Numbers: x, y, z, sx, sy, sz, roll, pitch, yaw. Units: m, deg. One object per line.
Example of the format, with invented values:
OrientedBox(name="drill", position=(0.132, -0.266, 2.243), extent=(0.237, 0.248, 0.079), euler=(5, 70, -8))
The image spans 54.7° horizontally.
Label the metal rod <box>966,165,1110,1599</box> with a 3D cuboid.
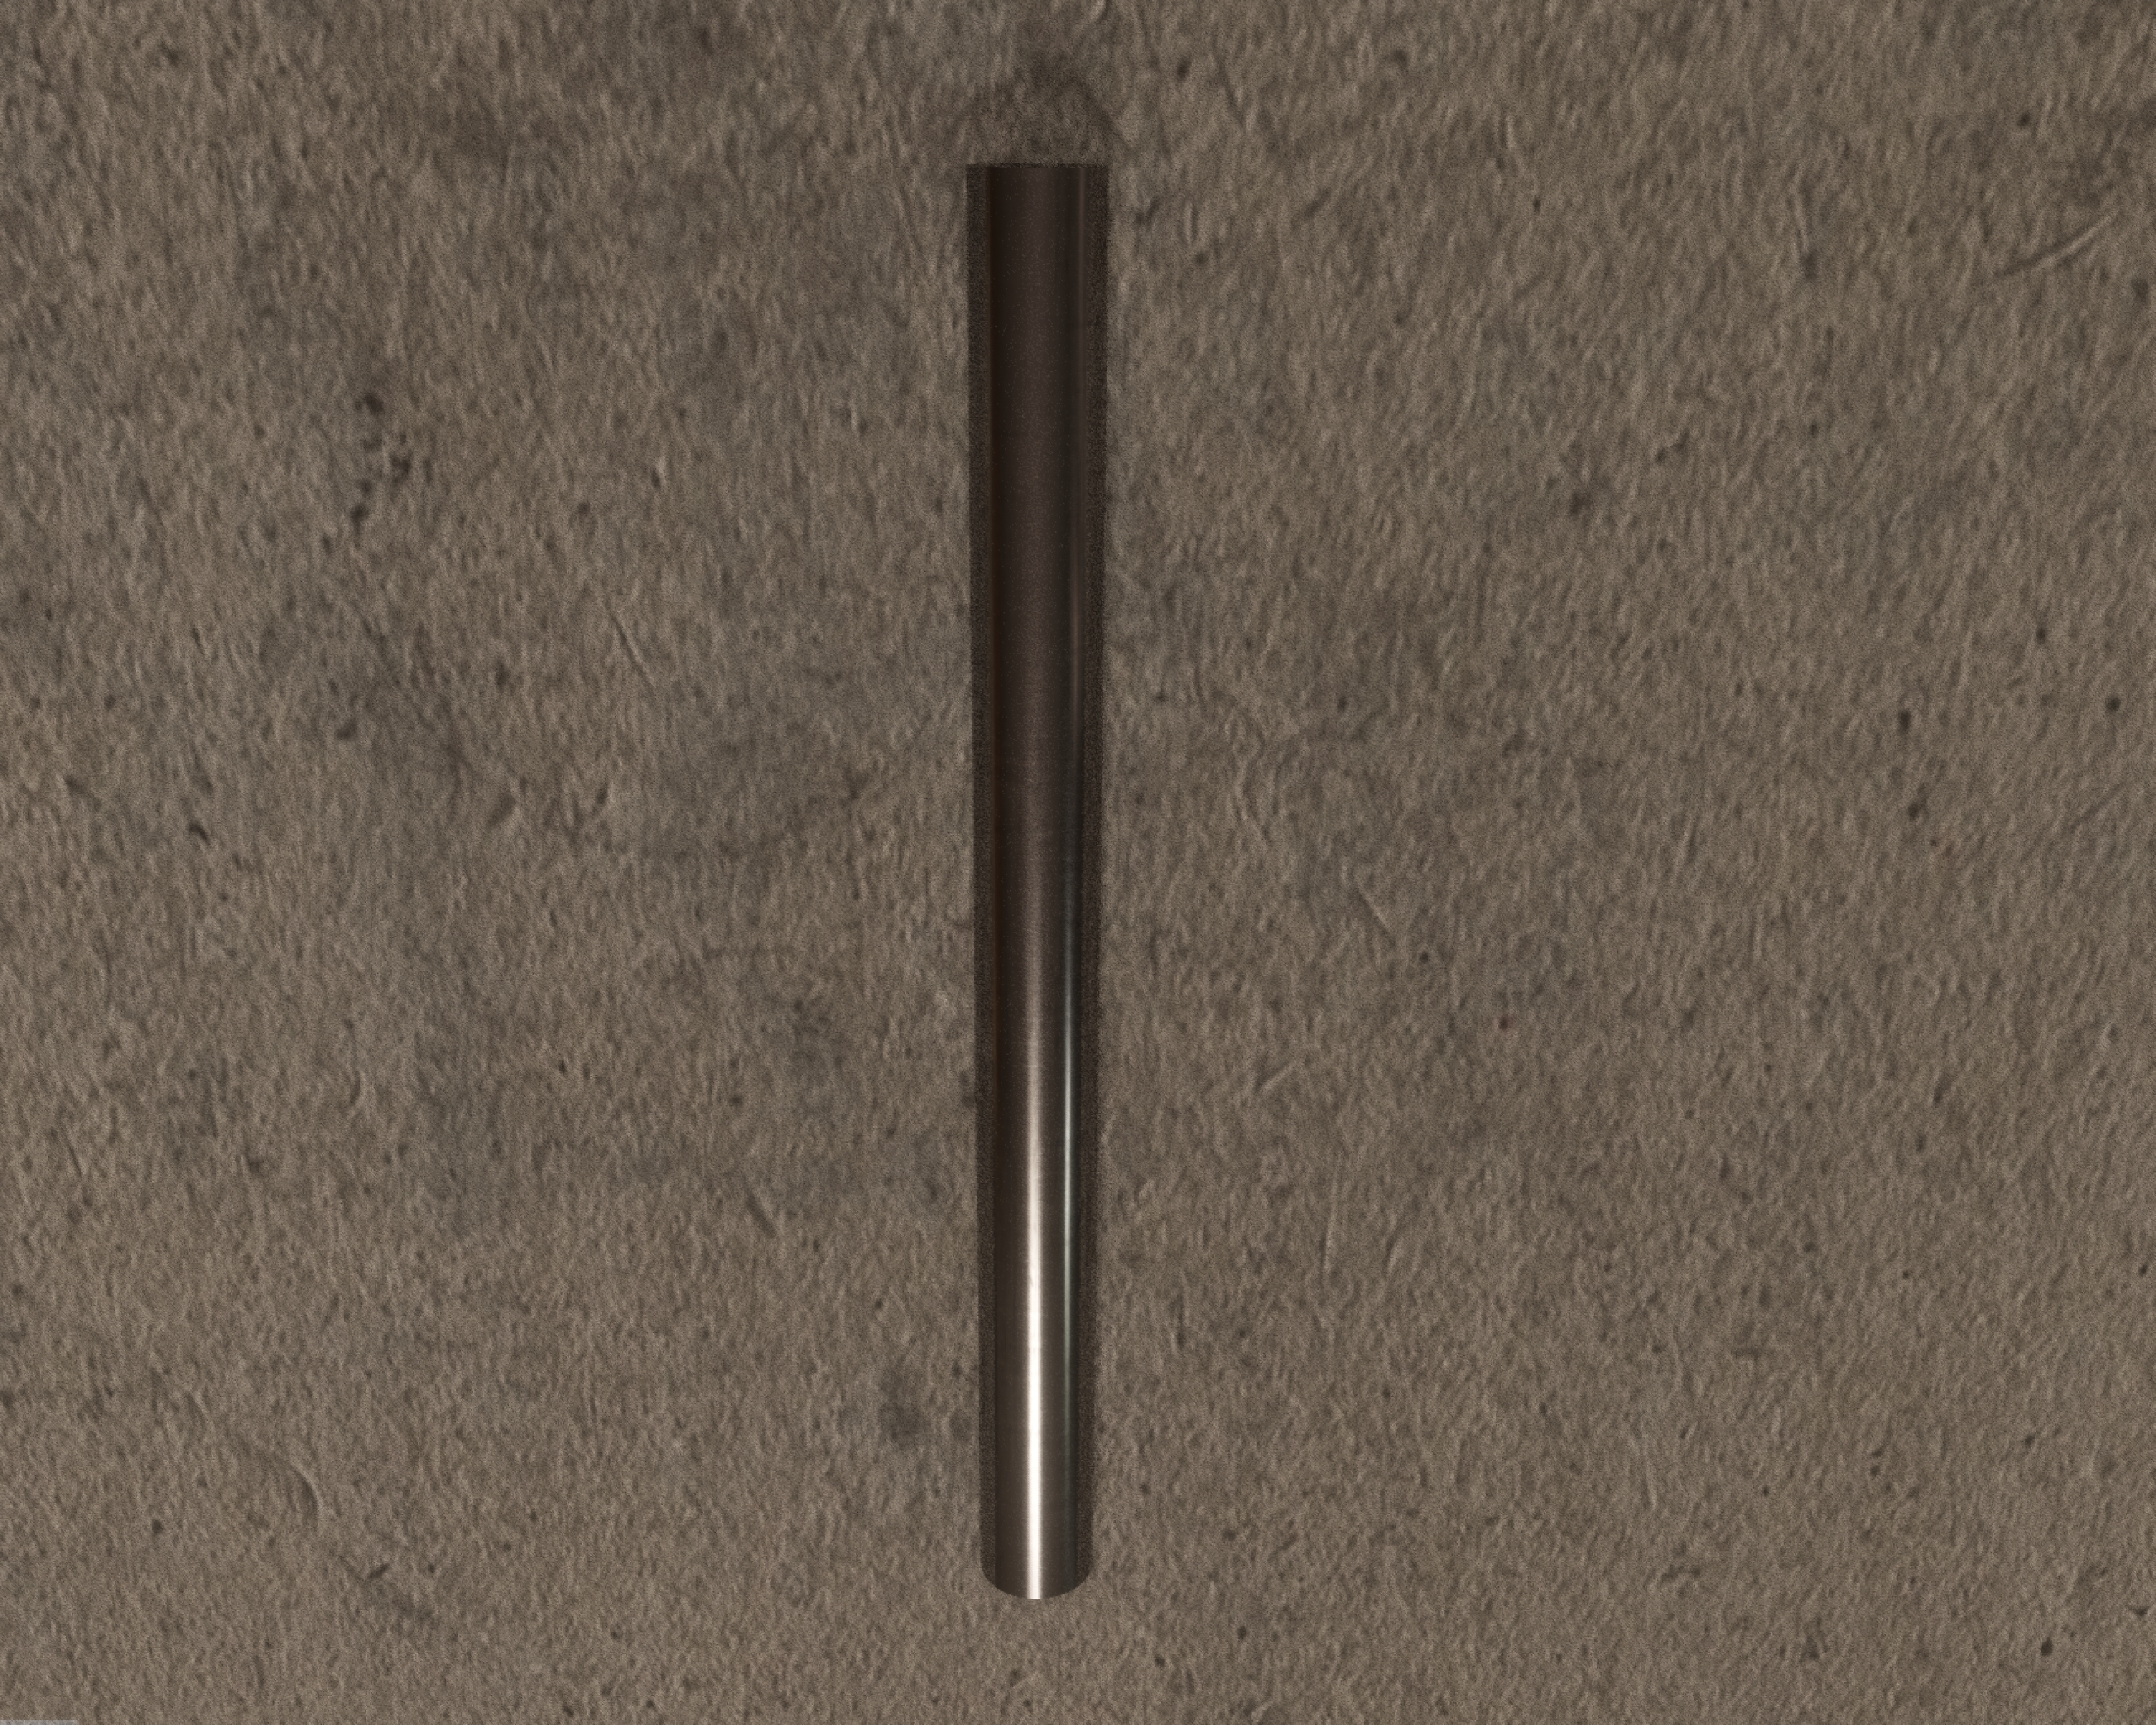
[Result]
OrientedBox(name="metal rod", position=(-0.008, 0.017, 0.417), extent=(0.025, 0.025, 0.298), euler=(0, 110, -1))
